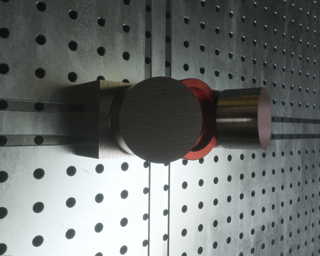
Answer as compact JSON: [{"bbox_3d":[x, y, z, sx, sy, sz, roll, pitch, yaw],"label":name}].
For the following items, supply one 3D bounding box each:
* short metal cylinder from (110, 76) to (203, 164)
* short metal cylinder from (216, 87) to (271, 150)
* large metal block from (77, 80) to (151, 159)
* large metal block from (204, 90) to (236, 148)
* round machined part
[{"bbox_3d":[-0.006,-0.008,0.306,0.081,0.050,0.079,0,91,-19],"label":"short metal cylinder"},{"bbox_3d":[0.111,-0.012,0.404,0.080,0.050,0.080,1,89,-60],"label":"short metal cylinder"},{"bbox_3d":[-0.046,-0.008,0.354,0.081,0.050,0.080,1,90,-40],"label":"large metal block"},{"bbox_3d":[0.070,-0.013,0.451,0.081,0.050,0.080,-1,91,-40],"label":"large metal block"},{"bbox_3d":[0.028,-0.011,0.383,0.099,0.042,0.097,0,90,-40],"label":"round machined part"}]
